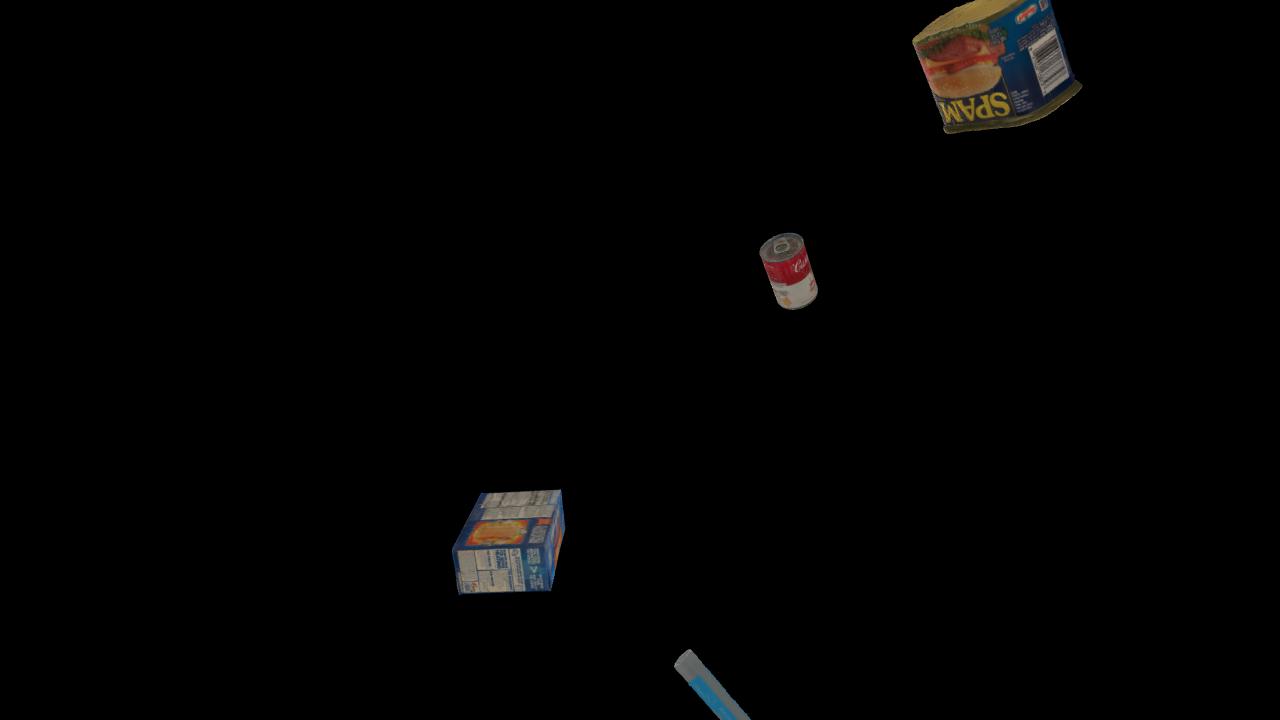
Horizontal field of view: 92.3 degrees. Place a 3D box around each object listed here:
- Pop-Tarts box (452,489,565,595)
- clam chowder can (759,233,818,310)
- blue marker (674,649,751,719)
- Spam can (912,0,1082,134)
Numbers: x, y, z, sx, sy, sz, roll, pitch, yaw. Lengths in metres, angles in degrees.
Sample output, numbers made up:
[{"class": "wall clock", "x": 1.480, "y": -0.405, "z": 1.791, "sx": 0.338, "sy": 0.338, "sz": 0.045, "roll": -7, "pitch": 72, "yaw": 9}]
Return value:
[{"class": "Pop-Tarts box", "x": -0.201, "y": 0.284, "z": 0.976, "sx": 0.141, "sy": 0.083, "sz": 0.167, "roll": -3, "pitch": 17, "yaw": 2}, {"class": "clam chowder can", "x": 0.232, "y": -0.136, "z": 0.955, "sx": 0.068, "sy": 0.068, "sz": 0.102, "roll": 0, "pitch": -42, "yaw": 32}, {"class": "blue marker", "x": 0.074, "y": 0.278, "z": 0.476, "sx": 0.020, "sy": 0.121, "sz": 0.020, "roll": -42, "pitch": -9, "yaw": -8}, {"class": "Spam can", "x": 0.273, "y": -0.232, "z": 0.479, "sx": 0.058, "sy": 0.085, "sz": 0.101, "roll": -37, "pitch": 22, "yaw": -5}]
